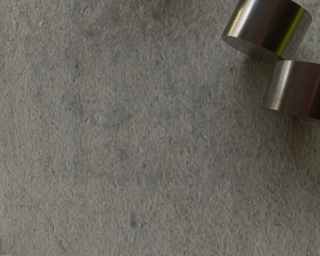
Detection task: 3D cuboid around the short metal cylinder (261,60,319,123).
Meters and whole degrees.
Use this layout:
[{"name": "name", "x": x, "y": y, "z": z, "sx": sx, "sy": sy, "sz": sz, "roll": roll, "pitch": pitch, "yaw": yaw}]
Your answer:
[{"name": "short metal cylinder", "x": 0.154, "y": -0.036, "z": 0.326, "sx": 0.080, "sy": 0.080, "sz": 0.050, "roll": 16, "pitch": 96, "yaw": 19}]

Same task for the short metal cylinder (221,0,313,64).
[{"name": "short metal cylinder", "x": 0.115, "y": -0.107, "z": 0.339, "sx": 0.080, "sy": 0.080, "sz": 0.050, "roll": 28, "pitch": 99, "yaw": 17}]
